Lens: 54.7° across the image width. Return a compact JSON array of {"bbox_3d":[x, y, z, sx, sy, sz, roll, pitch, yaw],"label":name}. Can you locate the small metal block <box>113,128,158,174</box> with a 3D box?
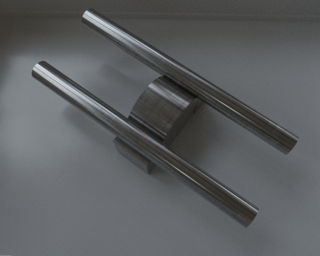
[{"bbox_3d":[-0.028,0.028,0.384,0.050,0.050,0.025,35,74,11],"label":"small metal block"}]

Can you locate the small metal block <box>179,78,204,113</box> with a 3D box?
[{"bbox_3d":[0.035,-0.052,0.414,0.050,0.050,0.025,35,74,11],"label":"small metal block"}]

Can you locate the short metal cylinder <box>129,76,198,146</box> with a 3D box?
[{"bbox_3d":[0.004,-0.017,0.385,0.050,0.080,0.080,35,74,11],"label":"short metal cylinder"}]

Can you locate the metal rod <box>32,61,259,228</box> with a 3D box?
[{"bbox_3d":[-0.026,0.011,0.352,0.300,0.025,0.025,34,73,11],"label":"metal rod"}]

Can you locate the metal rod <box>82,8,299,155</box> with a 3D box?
[{"bbox_3d":[0.028,-0.063,0.378,0.300,0.025,0.025,34,73,11],"label":"metal rod"}]
